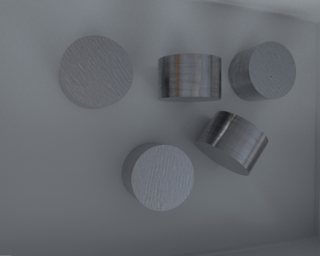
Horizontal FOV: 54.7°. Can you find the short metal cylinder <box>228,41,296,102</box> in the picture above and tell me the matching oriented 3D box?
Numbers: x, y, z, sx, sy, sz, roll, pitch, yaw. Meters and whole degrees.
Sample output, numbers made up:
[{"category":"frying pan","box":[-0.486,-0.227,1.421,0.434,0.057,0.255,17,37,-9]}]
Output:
[{"category":"short metal cylinder","box":[0.148,-0.080,0.451,0.081,0.050,0.080,0,90,-20]}]

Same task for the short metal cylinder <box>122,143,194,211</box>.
[{"category":"short metal cylinder","box":[-0.004,0.060,0.396,0.081,0.050,0.080,0,90,-20]}]

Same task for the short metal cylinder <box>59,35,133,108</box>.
[{"category":"short metal cylinder","box":[-0.077,-0.063,0.368,0.081,0.050,0.080,0,90,-20]}]

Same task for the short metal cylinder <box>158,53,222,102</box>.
[{"category":"short metal cylinder","box":[0.038,-0.061,0.395,0.081,0.080,0.050,0,90,-20]}]

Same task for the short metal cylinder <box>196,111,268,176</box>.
[{"category":"short metal cylinder","box":[0.096,0.021,0.417,0.080,0.080,0.050,38,78,-16]}]
